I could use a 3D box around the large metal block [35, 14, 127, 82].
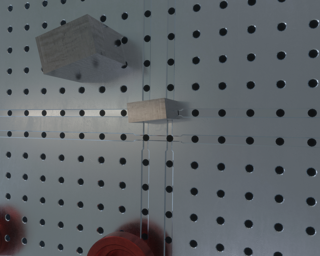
[{"bbox_3d":[-0.104,-0.103,0.420,0.080,0.080,0.050,-16,85,19],"label":"large metal block"}]

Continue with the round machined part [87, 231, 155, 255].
[{"bbox_3d":[-0.048,0.189,0.420,0.098,0.042,0.097,0,90,20],"label":"round machined part"}]

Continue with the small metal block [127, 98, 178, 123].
[{"bbox_3d":[-0.008,-0.022,0.402,0.050,0.050,0.025,-6,88,20],"label":"small metal block"}]
